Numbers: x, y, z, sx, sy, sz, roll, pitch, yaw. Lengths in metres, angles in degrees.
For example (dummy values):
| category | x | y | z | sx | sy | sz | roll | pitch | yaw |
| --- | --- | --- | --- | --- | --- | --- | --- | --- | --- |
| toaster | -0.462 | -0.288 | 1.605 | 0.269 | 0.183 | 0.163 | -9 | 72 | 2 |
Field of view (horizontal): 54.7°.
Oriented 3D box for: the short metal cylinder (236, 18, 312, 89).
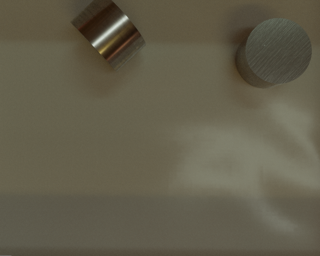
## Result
| category | x | y | z | sx | sy | sz | roll | pitch | yaw |
| --- | --- | --- | --- | --- | --- | --- | --- | --- | --- |
| short metal cylinder | 0.144 | -0.094 | 0.400 | 0.081 | 0.050 | 0.080 | 0 | 90 | 0 |

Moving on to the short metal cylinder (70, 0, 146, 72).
| category | x | y | z | sx | sy | sz | roll | pitch | yaw |
| --- | --- | --- | --- | --- | --- | --- | --- | --- | --- |
| short metal cylinder | -0.063 | -0.116 | 0.383 | 0.050 | 0.080 | 0.080 | -43 | 90 | 0 |
